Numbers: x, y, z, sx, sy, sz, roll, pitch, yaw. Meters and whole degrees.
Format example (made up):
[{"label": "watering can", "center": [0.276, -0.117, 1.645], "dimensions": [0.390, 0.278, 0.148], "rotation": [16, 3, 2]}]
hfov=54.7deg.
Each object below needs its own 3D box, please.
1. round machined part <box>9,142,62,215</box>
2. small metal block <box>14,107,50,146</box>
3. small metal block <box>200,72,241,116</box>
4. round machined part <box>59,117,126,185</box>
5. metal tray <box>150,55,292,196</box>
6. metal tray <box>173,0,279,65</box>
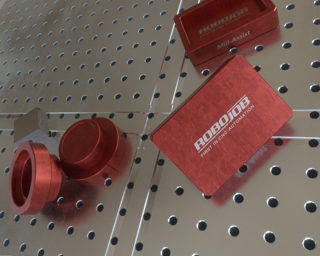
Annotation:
[{"label": "round machined part", "center": [-0.170, 0.069, 0.428], "dimensions": [0.098, 0.042, 0.098], "rotation": [-11, 75, 46]}, {"label": "small metal block", "center": [-0.217, 0.000, 0.522], "dimensions": [0.050, 0.025, 0.050], "rotation": [-28, 52, 10]}, {"label": "small metal block", "center": [0.075, -0.035, 0.374], "dimensions": [0.050, 0.050, 0.025], "rotation": [-33, 51, 7]}, {"label": "round machined part", "center": [-0.101, 0.026, 0.435], "dimensions": [0.098, 0.042, 0.098], "rotation": [-13, 56, 21]}, {"label": "metal tray", "center": [0.065, -0.003, 0.337], "dimensions": [0.130, 0.030, 0.090], "rotation": [-44, 96, -3]}, {"label": "metal tray", "center": [0.092, -0.156, 0.452], "dimensions": [0.130, 0.030, 0.090], "rotation": [-24, 53, 13]}]
